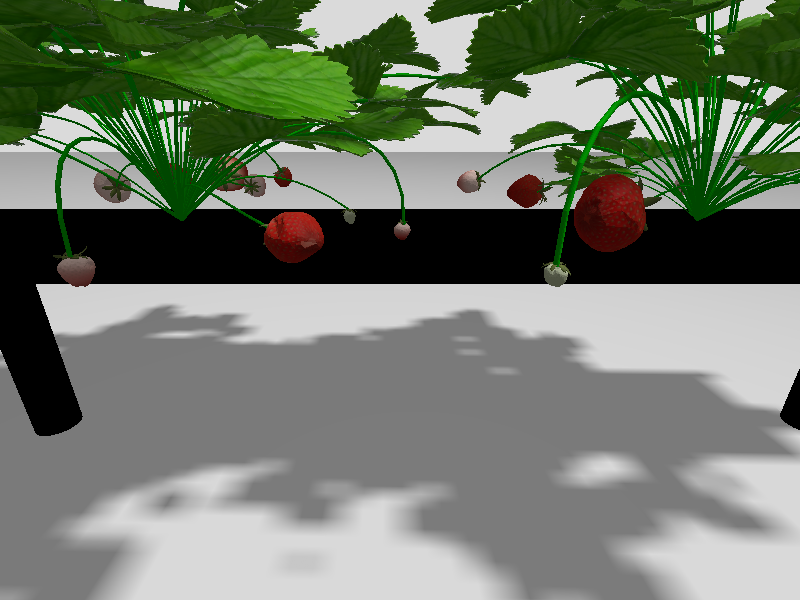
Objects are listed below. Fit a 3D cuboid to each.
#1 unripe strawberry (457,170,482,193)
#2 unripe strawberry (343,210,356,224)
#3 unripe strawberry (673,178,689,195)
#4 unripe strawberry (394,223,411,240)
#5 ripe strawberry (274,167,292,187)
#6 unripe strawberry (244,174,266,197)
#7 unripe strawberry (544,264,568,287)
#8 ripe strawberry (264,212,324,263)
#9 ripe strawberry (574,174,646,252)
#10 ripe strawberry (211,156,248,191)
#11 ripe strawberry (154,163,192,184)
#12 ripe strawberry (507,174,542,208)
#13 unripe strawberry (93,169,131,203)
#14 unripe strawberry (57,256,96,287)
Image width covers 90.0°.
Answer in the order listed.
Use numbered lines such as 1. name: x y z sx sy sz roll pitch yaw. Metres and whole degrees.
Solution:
1. unripe strawberry: 0.089 -0.153 0.520 0.032 0.027 0.032 -18 16 -38
2. unripe strawberry: -0.042 -0.070 0.337 0.010 0.012 0.012 -10 21 8
3. unripe strawberry: 0.366 -0.147 0.518 0.021 0.022 0.022 12 17 27
4. unripe strawberry: 0.002 -0.046 0.270 0.011 0.011 0.011 9 24 22
5. ripe strawberry: -0.168 -0.176 0.581 0.024 0.028 0.027 2 -27 5
6. unripe strawberry: -0.180 -0.144 0.501 0.026 0.028 0.028 1 21 3
7. unripe strawberry: 0.069 -0.011 0.178 0.010 0.010 0.011 -19 29 -40
8. ripe strawberry: -0.057 -0.034 0.220 0.029 0.029 0.032 21 30 41
9. ripe strawberry: 0.125 -0.052 0.243 0.044 0.046 0.040 -17 27 -35
10. ripe strawberry: -0.229 -0.169 0.534 0.052 0.045 0.052 -4 22 -10
11. ripe strawberry: -0.285 -0.152 0.503 0.043 0.039 0.039 -11 24 -26
12. ripe strawberry: 0.129 -0.113 0.417 0.035 0.034 0.032 9 23 30
13. unripe strawberry: -0.326 -0.129 0.453 0.038 0.037 0.035 17 28 38
14. unripe strawberry: -0.146 -0.013 0.181 0.013 0.014 0.015 -5 22 -13
